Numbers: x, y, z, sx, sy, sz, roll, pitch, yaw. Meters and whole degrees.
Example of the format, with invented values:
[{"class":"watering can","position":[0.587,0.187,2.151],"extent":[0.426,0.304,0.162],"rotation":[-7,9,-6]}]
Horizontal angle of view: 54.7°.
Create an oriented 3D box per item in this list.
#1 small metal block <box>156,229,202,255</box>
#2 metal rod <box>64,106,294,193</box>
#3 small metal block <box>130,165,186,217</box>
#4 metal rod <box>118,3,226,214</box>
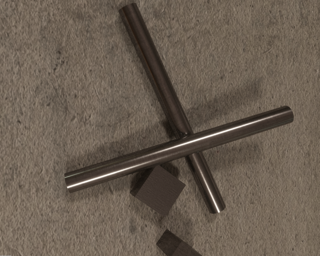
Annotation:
[{"class":"small metal block","position":[0.029,0.164,0.408],"extent":[0.050,0.050,0.025],"rotation":[41,77,-16]},{"class":"metal rod","position":[0.032,0.024,0.396],"extent":[0.302,0.025,0.025],"rotation":[-17,96,-10]},{"class":"small metal block","position":[-0.003,0.081,0.409],"extent":[0.050,0.025,0.050],"rotation":[38,78,-16]},{"class":"metal rod","position":[0.020,-0.019,0.417],"extent":[0.025,0.025,0.299],"rotation":[-28,99,-18]}]
